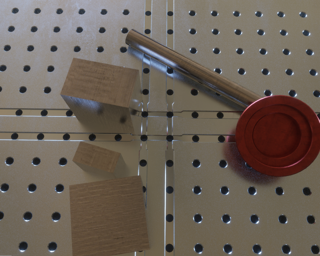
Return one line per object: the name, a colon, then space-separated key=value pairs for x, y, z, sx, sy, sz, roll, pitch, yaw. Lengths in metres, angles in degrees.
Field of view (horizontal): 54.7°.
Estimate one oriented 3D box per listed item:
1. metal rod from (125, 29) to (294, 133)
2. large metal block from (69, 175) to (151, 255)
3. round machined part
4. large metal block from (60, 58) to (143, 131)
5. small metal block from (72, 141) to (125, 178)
metal rod: x=0.084 y=-0.061 z=0.434 sx=0.301 sy=0.025 sz=0.025 roll=30 pitch=73 yaw=10
large metal block: x=-0.056 y=0.104 z=0.360 sx=0.081 sy=0.050 sz=0.080 roll=-8 pitch=70 yaw=-3
round machined part: x=0.145 y=0.009 z=0.388 sx=0.098 sy=0.042 sz=0.097 roll=0 pitch=92 yaw=13
large metal block: x=-0.069 y=-0.040 z=0.397 sx=0.080 sy=0.080 sz=0.050 roll=11 pitch=71 yaw=4
small metal block: x=-0.074 y=0.042 z=0.383 sx=0.050 sy=0.050 sz=0.025 roll=16 pitch=71 yaw=6
